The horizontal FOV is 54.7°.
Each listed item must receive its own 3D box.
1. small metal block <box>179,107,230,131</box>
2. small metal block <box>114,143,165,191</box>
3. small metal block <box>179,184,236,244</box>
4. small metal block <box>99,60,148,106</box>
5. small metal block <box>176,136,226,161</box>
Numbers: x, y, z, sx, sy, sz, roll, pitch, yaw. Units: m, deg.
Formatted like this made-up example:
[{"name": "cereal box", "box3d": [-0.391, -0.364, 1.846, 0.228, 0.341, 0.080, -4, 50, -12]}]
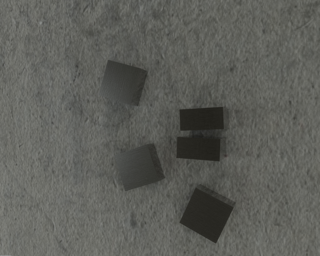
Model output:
[{"name": "small metal block", "box3d": [0.055, -0.010, 0.376, 0.050, 0.050, 0.025, -2, 89, 19]}, {"name": "small metal block", "box3d": [-0.027, 0.052, 0.418, 0.050, 0.025, 0.050, -20, 84, 18]}, {"name": "small metal block", "box3d": [0.060, 0.106, 0.387, 0.050, 0.025, 0.050, 26, 98, 17]}, {"name": "small metal block", "box3d": [-0.050, -0.062, 0.426, 0.050, 0.025, 0.050, 18, 96, 18]}, {"name": "small metal block", "box3d": [0.052, 0.024, 0.377, 0.050, 0.050, 0.025, 3, 91, 19]}]
